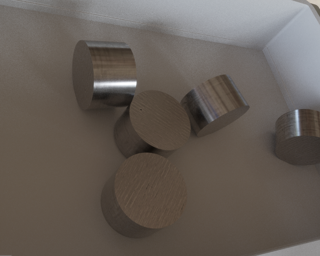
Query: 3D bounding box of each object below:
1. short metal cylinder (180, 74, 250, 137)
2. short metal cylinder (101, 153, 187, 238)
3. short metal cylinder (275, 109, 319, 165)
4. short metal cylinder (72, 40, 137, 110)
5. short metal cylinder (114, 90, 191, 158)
[{"bbox_3d":[0.075,-0.030,0.429,0.081,0.080,0.050,-17,71,-35],"label":"short metal cylinder"},{"bbox_3d":[-0.018,0.073,0.335,0.081,0.050,0.080,14,56,-21],"label":"short metal cylinder"},{"bbox_3d":[0.221,0.016,0.480,0.080,0.080,0.050,24,53,-14],"label":"short metal cylinder"},{"bbox_3d":[-0.069,-0.063,0.372,0.050,0.080,0.080,-6,65,-31],"label":"short metal cylinder"},{"bbox_3d":[-0.010,0.001,0.382,0.081,0.050,0.080,15,56,-23],"label":"short metal cylinder"}]
